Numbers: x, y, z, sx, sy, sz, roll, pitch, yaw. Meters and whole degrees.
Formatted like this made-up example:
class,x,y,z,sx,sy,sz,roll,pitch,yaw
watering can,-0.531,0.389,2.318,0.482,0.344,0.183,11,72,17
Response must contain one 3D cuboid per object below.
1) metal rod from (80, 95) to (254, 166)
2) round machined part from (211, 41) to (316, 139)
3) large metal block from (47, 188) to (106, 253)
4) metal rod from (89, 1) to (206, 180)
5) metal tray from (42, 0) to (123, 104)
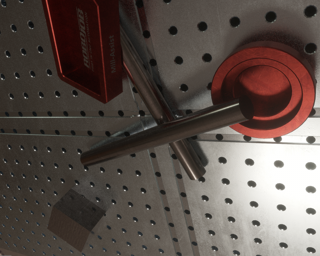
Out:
class,x,y,z,sx,sy,sz,roll,pitch,yaw
metal rod,-0.018,0.015,0.397,0.299,0.025,0.025,-19,109,45
round machined part,0.106,-0.041,0.319,0.098,0.042,0.097,13,124,20
large metal block,-0.158,0.174,0.583,0.080,0.050,0.079,32,128,7
metal rod,-0.023,-0.061,0.384,0.025,0.025,0.299,-20,108,35
metal tray,-0.089,-0.101,0.365,0.090,0.030,0.129,28,139,24
